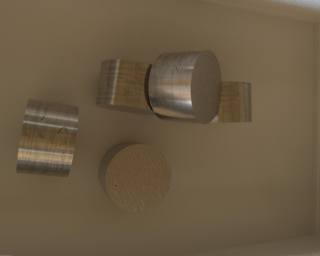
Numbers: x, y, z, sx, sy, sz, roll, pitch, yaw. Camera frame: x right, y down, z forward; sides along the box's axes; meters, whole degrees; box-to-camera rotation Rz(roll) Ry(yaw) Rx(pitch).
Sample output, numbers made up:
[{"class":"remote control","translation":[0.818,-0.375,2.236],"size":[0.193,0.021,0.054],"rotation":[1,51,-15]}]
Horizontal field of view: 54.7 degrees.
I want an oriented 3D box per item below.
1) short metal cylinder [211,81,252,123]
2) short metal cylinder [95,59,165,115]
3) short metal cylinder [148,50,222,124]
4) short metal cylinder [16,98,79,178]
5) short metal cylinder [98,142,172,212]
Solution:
[{"class":"short metal cylinder","translation":[0.081,-0.032,0.412],"size":[0.081,0.080,0.050],"rotation":[-2,91,-20]},{"class":"short metal cylinder","translation":[-0.033,-0.046,0.370],"size":[0.081,0.080,0.050],"rotation":[9,87,-20]},{"class":"short metal cylinder","translation":[0.031,-0.046,0.348],"size":[0.081,0.050,0.079],"rotation":[-14,107,-56]},{"class":"short metal cylinder","translation":[-0.121,0.012,0.337],"size":[0.050,0.080,0.080],"rotation":[9,87,-20]},{"class":"short metal cylinder","translation":[-0.032,0.059,0.386],"size":[0.081,0.050,0.079],"rotation":[0,90,-21]}]
